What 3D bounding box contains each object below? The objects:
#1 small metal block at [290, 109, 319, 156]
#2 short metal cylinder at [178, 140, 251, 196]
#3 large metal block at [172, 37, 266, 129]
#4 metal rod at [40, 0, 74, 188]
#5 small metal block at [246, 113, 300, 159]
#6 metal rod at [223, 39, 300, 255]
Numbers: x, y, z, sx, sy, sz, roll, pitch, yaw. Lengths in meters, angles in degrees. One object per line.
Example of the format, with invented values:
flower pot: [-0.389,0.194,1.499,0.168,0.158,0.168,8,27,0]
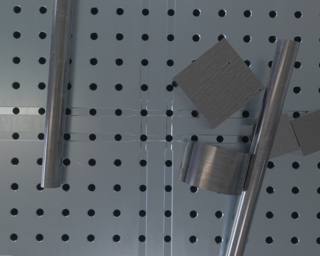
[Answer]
small metal block: [0.202,0.005,0.415,0.050,0.025,0.050,-21,90,-1]
short metal cylinder: [0.067,0.047,0.387,0.080,0.080,0.050,13,90,0]
large metal block: [0.072,-0.055,0.402,0.080,0.050,0.080,-39,90,0]
metal rod: [-0.135,-0.071,0.412,0.025,0.025,0.298,4,90,0]
small metal block: [0.149,0.012,0.412,0.050,0.025,0.050,-20,90,7]
metal rod: [0.124,0.042,0.391,0.025,0.025,0.298,12,99,0]
